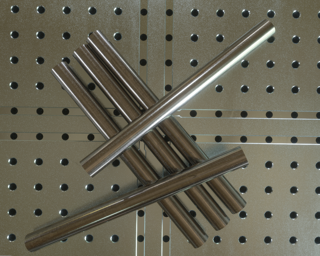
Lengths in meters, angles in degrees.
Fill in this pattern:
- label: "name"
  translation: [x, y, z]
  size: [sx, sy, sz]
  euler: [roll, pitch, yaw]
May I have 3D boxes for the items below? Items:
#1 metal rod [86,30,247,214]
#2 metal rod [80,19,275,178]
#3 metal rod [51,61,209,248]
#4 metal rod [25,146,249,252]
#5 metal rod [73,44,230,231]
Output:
- label: "metal rod"
  translation: [0.009, -0.008, 0.413]
  size: [0.025, 0.025, 0.300]
  euler: [-40, 91, 0]
- label: "metal rod"
  translation: [0.028, -0.043, 0.393]
  size: [0.301, 0.025, 0.025]
  euler: [-38, 90, -8]
- label: "metal rod"
  translation: [-0.040, 0.036, 0.413]
  size: [0.025, 0.025, 0.300]
  euler: [-39, 91, 0]
- label: "metal rod"
  translation: [-0.035, 0.093, 0.392]
  size: [0.301, 0.025, 0.025]
  euler: [-24, 90, 8]
- label: "metal rod"
  translation: [-0.011, 0.013, 0.413]
  size: [0.025, 0.025, 0.300]
  euler: [-39, 91, 0]
